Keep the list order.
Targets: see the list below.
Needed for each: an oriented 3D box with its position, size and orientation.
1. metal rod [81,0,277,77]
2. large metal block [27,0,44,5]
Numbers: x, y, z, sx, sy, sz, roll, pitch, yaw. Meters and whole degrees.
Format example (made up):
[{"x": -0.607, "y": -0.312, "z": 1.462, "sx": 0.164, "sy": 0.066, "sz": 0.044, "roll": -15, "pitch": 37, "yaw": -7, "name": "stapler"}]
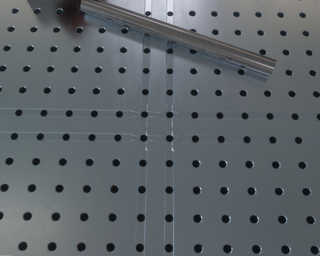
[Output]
[{"x": 0.023, "y": -0.139, "z": 0.462, "sx": 0.301, "sy": 0.025, "sz": 0.025, "roll": 21, "pitch": 71, "yaw": 7, "name": "metal rod"}, {"x": -0.190, "y": -0.255, "z": 0.490, "sx": 0.080, "sy": 0.050, "sz": 0.080, "roll": -25, "pitch": 72, "yaw": -9, "name": "large metal block"}]
